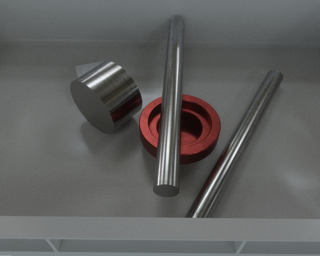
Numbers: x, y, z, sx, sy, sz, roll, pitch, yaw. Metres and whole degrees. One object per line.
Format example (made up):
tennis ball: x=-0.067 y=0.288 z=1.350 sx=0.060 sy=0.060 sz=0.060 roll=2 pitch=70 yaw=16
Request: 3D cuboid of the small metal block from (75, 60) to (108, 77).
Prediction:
small metal block: x=-0.096 y=-0.073 z=0.465 sx=0.050 sy=0.025 sz=0.050 roll=-15 pitch=52 yaw=-12

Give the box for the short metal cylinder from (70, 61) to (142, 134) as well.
short metal cylinder: x=-0.069 y=-0.039 z=0.401 sx=0.080 sy=0.080 sz=0.050 roll=34 pitch=58 yaw=24

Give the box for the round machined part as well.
round machined part: x=0.024 y=0.006 z=0.389 sx=0.099 sy=0.042 sz=0.098 roll=0 pitch=50 yaw=0

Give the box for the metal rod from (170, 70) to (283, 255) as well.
metal rod: x=0.098 y=0.020 z=0.389 sx=0.025 sy=0.025 sz=0.301 roll=25 pitch=54 yaw=19

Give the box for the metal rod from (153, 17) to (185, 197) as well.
metal rod: x=0.017 y=-0.053 z=0.395 sx=0.025 sy=0.025 sz=0.300 roll=3 pitch=49 yaw=2
